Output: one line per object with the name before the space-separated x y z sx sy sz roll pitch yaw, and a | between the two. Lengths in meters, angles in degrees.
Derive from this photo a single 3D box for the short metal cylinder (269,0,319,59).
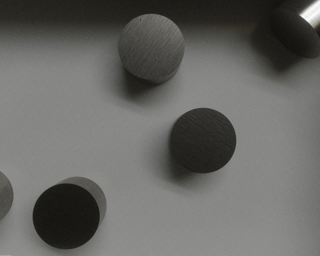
short metal cylinder | 0.186 -0.134 0.386 0.050 0.080 0.080 -44 91 0

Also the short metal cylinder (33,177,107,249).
short metal cylinder | -0.113 0.106 0.398 0.081 0.050 0.079 0 90 -1

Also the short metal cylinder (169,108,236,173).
short metal cylinder | 0.052 0.015 0.400 0.081 0.050 0.079 0 90 -1

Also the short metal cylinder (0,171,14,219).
short metal cylinder | -0.240 0.092 0.396 0.081 0.050 0.079 0 90 -1

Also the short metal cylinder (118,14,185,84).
short metal cylinder | -0.010 -0.098 0.399 0.081 0.050 0.079 0 90 -1
